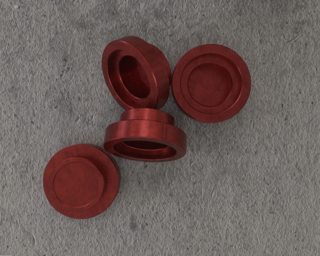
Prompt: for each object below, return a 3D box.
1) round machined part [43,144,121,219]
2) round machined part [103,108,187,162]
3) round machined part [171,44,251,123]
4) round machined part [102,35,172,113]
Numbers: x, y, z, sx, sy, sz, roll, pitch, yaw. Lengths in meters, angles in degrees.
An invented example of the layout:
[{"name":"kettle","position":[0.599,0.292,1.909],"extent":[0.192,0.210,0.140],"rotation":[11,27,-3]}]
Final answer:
[{"name":"round machined part","position":[-0.103,0.070,0.401],"extent":[0.099,0.042,0.097],"rotation":[0,90,0]},{"name":"round machined part","position":[-0.017,0.008,0.377],"extent":[0.099,0.098,0.042],"rotation":[4,68,0]},{"name":"round machined part","position":[0.063,-0.055,0.401],"extent":[0.099,0.042,0.097],"rotation":[0,90,-1]},{"name":"round machined part","position":[-0.024,-0.066,0.383],"extent":[0.042,0.098,0.098],"rotation":[-34,90,-35]}]
